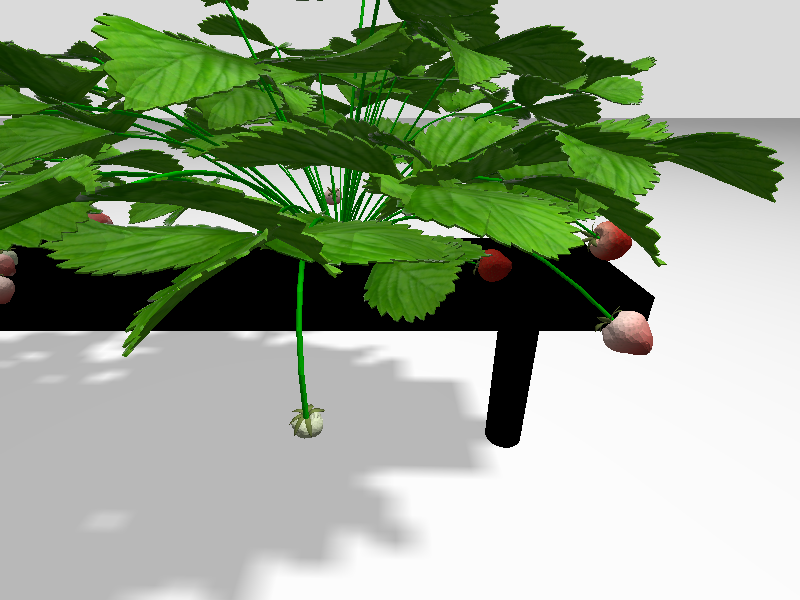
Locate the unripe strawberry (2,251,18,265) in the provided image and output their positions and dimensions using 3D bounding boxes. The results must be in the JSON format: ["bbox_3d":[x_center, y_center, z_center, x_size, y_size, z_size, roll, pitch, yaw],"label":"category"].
[{"bbox_3d":[-0.349,-0.037,0.357,0.013,0.015,0.015,-12,24,11],"label":"unripe strawberry"}]

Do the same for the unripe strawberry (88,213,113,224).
[{"bbox_3d":[-0.319,-0.078,0.411,0.038,0.037,0.042,-7,27,-15],"label":"unripe strawberry"}]

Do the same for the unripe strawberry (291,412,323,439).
[{"bbox_3d":[-0.038,0.053,0.168,0.013,0.012,0.012,-2,26,-4],"label":"unripe strawberry"}]

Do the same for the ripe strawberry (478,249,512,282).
[{"bbox_3d":[0.078,-0.028,0.326,0.027,0.026,0.025,9,28,17],"label":"ripe strawberry"}]

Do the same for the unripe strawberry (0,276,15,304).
[{"bbox_3d":[-0.293,-0.007,0.292,0.019,0.020,0.018,10,28,19],"label":"unripe strawberry"}]

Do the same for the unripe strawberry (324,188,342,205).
[{"bbox_3d":[-0.094,-0.145,0.564,0.026,0.023,0.026,-5,-14,-9],"label":"unripe strawberry"}]

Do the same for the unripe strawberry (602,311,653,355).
[{"bbox_3d":[0.132,0.021,0.230,0.027,0.026,0.024,42,43,19],"label":"unripe strawberry"}]

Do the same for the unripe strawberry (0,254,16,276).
[{"bbox_3d":[-0.333,-0.028,0.336,0.019,0.019,0.018,-39,12,26],"label":"unripe strawberry"}]

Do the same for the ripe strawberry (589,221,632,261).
[{"bbox_3d":[0.196,-0.054,0.371,0.036,0.035,0.034,11,25,-7],"label":"ripe strawberry"}]
